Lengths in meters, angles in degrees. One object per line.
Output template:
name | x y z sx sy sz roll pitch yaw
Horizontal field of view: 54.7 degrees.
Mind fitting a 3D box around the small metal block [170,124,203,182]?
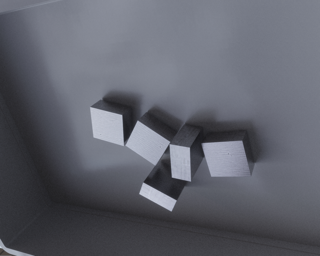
small metal block | 0.035 0.030 0.390 0.025 0.050 0.050 9 122 23

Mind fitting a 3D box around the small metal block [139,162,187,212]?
small metal block | 0.007 0.080 0.434 0.050 0.050 0.025 27 128 10

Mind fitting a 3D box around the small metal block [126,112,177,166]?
small metal block | -0.012 0.015 0.419 0.050 0.025 0.050 33 129 5

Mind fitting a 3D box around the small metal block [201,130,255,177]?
small metal block | 0.084 0.032 0.380 0.050 0.025 0.050 -6 116 30

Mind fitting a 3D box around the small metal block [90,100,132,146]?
small metal block | -0.067 -0.008 0.434 0.050 0.025 0.050 14 124 20
